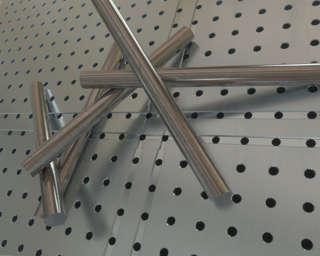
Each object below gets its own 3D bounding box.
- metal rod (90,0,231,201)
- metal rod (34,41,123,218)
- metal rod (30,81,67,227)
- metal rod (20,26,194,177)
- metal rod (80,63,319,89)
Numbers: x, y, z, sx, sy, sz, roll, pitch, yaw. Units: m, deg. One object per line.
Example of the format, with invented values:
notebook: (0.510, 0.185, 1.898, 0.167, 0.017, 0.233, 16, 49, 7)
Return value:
metal rod: (-0.009, -0.053, 0.370, 0.025, 0.025, 0.299, -32, 75, 7)
metal rod: (-0.112, -0.010, 0.470, 0.025, 0.025, 0.300, 5, 64, 30)
metal rod: (-0.174, 0.015, 0.464, 0.025, 0.025, 0.300, -35, 44, 5)
metal rod: (-0.062, -0.046, 0.432, 0.301, 0.025, 0.025, -43, 50, -16)
metal rod: (0.042, -0.064, 0.386, 0.301, 0.025, 0.025, 1, 62, 15)
